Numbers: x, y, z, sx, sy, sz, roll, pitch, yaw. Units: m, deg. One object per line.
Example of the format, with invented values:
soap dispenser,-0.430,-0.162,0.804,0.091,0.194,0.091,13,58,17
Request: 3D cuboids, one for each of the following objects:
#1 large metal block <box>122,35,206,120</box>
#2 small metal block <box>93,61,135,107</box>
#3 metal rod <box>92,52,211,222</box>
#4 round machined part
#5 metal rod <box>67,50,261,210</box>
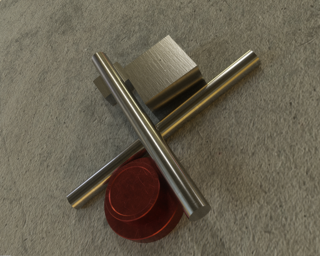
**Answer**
large metal block,0.007,-0.068,0.428,0.080,0.050,0.080,-36,51,4
small metal block,-0.070,-0.069,0.484,0.050,0.025,0.050,-40,51,0
metal rod,-0.028,-0.013,0.394,0.025,0.025,0.300,-37,51,3
round machined part,-0.023,0.078,0.357,0.098,0.042,0.098,-13,56,20
metal rod,0.004,0.003,0.402,0.300,0.025,0.025,-39,51,1
